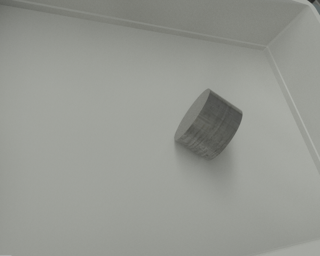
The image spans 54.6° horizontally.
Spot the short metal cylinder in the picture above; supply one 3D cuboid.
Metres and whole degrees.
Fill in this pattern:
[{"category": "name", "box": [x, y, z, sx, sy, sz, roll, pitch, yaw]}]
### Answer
[{"category": "short metal cylinder", "box": [0.062, -0.005, 0.406, 0.050, 0.080, 0.080, 33, 52, -7]}]
